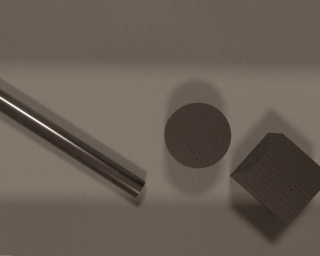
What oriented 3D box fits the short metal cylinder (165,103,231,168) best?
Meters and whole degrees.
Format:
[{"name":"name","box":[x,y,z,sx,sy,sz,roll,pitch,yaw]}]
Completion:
[{"name":"short metal cylinder","box":[0.046,0.009,0.400,0.081,0.050,0.079,0,90,-1]}]

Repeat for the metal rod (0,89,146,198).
[{"name":"metal rod","box":[-0.152,0.001,0.409,0.301,0.025,0.025,33,90,-1]}]

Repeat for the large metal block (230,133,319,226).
[{"name":"large metal block","box":[0.153,0.063,0.401,0.080,0.050,0.080,42,90,-1]}]
